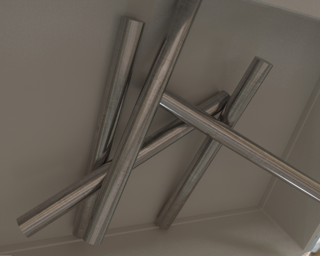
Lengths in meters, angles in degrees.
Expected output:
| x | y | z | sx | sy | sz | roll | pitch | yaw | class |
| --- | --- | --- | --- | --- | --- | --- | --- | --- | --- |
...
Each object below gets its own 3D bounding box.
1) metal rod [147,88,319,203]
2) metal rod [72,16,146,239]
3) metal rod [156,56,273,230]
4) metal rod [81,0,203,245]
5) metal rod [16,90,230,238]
| x | y | z | sx | sy | sz | roll | pitch | yaw | class |
| --- | --- | --- | --- | --- | --- | --- | --- | --- | --- |
| 0.110 | 0.025 | 0.408 | 0.301 | 0.025 | 0.025 | 30 | 103 | -15 | metal rod |
| -0.069 | 0.017 | 0.381 | 0.025 | 0.025 | 0.298 | 4 | 117 | -30 | metal rod |
| 0.067 | 0.037 | 0.444 | 0.025 | 0.025 | 0.298 | 9 | 121 | -33 | metal rod |
| -0.021 | -0.010 | 0.347 | 0.025 | 0.025 | 0.299 | 20 | 94 | -36 | metal rod |
| -0.029 | 0.034 | 0.387 | 0.302 | 0.025 | 0.025 | -32 | 129 | -18 | metal rod |
